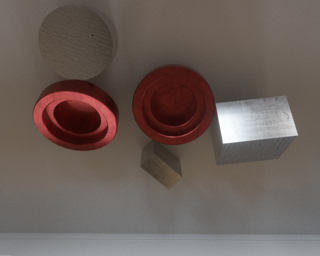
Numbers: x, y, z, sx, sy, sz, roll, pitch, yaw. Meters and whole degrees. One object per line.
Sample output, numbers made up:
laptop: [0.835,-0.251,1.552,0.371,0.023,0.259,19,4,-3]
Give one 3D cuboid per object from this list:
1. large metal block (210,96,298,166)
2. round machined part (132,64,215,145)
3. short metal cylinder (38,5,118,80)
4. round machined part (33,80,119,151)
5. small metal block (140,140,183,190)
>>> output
large metal block: [0.109,0.006,0.379,0.080,0.080,0.050,-6,65,2]
round machined part: [0.017,-0.031,0.389,0.099,0.042,0.097,1,109,3]
short metal cylinder: [-0.092,-0.100,0.360,0.081,0.050,0.079,0,110,-1]
round machined part: [-0.100,-0.019,0.382,0.099,0.042,0.097,1,134,1]
small metal block: [0.002,0.047,0.416,0.050,0.050,0.025,41,105,-14]
